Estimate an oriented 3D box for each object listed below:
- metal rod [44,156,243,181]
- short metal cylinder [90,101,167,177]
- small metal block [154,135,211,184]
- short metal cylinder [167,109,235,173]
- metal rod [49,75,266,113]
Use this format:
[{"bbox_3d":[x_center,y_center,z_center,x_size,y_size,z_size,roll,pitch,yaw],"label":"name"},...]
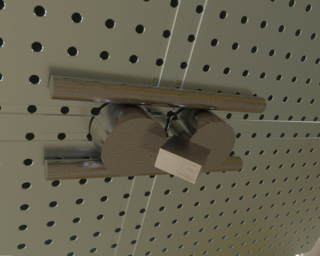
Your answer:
[{"bbox_3d":[-0.003,0.054,0.439,0.303,0.025,0.025,2,118,-30],"label":"metal rod"},{"bbox_3d":[-0.039,0.012,0.377,0.081,0.050,0.079,-14,124,-21],"label":"short metal cylinder"},{"bbox_3d":[0.028,0.036,0.368,0.050,0.050,0.025,-40,149,-64],"label":"small metal block"},{"bbox_3d":[0.057,0.015,0.431,0.081,0.050,0.079,-14,124,-21],"label":"short metal cylinder"},{"bbox_3d":[0.019,-0.038,0.394,0.303,0.025,0.025,2,118,-29],"label":"metal rod"}]
